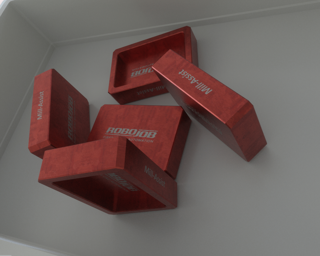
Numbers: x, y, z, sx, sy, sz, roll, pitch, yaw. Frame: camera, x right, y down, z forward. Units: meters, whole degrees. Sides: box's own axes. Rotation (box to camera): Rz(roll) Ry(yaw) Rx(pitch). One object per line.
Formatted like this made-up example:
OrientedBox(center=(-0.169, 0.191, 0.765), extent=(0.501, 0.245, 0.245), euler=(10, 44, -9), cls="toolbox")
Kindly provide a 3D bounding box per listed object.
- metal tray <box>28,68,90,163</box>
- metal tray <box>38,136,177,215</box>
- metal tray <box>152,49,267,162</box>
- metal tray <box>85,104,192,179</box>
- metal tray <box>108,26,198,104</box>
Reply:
OrientedBox(center=(-0.137, -0.009, 0.436), extent=(0.030, 0.090, 0.130), euler=(-22, 54, 14), cls="metal tray")
OrientedBox(center=(-0.046, 0.057, 0.323), extent=(0.090, 0.130, 0.030), euler=(-12, 58, 21), cls="metal tray")
OrientedBox(center=(0.054, -0.026, 0.348), extent=(0.030, 0.090, 0.130), euler=(-45, 51, -2), cls="metal tray")
OrientedBox(center=(-0.033, 0.015, 0.405), extent=(0.130, 0.030, 0.090), euler=(4, 63, 29), cls="metal tray")
OrientedBox(center=(-0.010, -0.092, 0.461), extent=(0.130, 0.030, 0.090), euler=(-12, 57, 21), cls="metal tray")
